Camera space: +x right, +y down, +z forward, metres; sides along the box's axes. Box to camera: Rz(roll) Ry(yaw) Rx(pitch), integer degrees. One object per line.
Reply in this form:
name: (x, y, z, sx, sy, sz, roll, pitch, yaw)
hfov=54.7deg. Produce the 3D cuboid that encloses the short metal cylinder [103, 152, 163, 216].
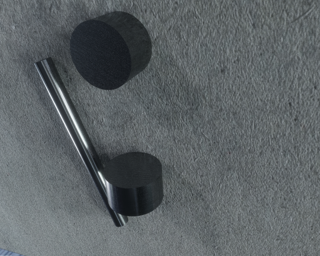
short metal cylinder: (-0.036, 0.077, 0.438, 0.080, 0.080, 0.050, 11, 123, 22)

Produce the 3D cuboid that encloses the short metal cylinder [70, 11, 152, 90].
short metal cylinder: (-0.057, -0.091, 0.364, 0.080, 0.050, 0.079, 13, 124, 21)

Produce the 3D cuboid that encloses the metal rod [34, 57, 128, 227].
metal rod: (-0.116, 0.035, 0.489, 0.025, 0.025, 0.299, -7, 115, 31)
